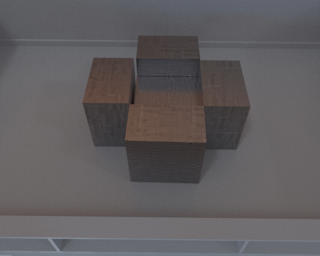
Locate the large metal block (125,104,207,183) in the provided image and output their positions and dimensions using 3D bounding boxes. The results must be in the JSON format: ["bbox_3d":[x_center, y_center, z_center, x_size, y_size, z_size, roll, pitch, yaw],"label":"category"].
[{"bbox_3d":[0.006,0.020,0.351,0.080,0.080,0.050,1,50,1],"label":"large metal block"}]

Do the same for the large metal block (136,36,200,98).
[{"bbox_3d":[0.011,-0.081,0.435,0.080,0.080,0.050,1,50,0],"label":"large metal block"}]

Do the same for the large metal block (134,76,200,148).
[{"bbox_3d":[0.009,-0.022,0.404,0.080,0.050,0.080,1,50,0],"label":"large metal block"}]

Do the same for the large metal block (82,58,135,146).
[{"bbox_3d":[-0.059,-0.032,0.395,0.050,0.080,0.080,1,50,1],"label":"large metal block"}]

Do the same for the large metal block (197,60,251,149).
[{"bbox_3d":[0.074,-0.029,0.393,0.050,0.080,0.080,1,50,1],"label":"large metal block"}]
